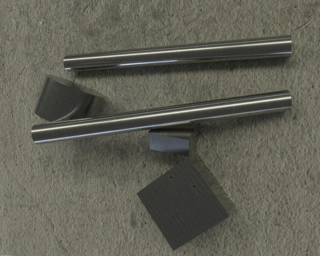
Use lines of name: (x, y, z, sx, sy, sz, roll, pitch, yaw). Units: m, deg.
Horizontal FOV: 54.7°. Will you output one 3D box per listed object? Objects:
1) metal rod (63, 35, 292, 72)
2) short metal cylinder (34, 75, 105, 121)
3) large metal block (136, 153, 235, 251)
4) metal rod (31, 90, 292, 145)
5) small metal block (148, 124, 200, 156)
metal rod: (0.008, -0.095, 0.405, 0.301, 0.025, 0.025, 0, 90, 19)
short metal cylinder: (-0.123, -0.034, 0.422, 0.080, 0.080, 0.050, 25, 98, 18)
large metal block: (0.032, 0.089, 0.384, 0.080, 0.050, 0.080, -38, 78, 16)
metal rod: (-0.001, -0.012, 0.368, 0.302, 0.025, 0.025, -8, 87, 4)
small metal block: (0.019, 0.006, 0.385, 0.050, 0.050, 0.025, 10, 127, 19)
